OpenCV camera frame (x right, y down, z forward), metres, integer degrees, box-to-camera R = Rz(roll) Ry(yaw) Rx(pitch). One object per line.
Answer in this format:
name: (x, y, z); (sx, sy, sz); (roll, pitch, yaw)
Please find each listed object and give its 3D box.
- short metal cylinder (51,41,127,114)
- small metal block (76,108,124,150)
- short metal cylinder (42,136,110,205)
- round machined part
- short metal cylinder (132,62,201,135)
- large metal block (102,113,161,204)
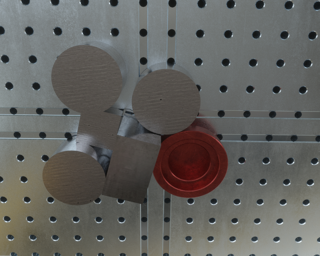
short metal cylinder: (-0.083, -0.062, 0.376); (0.081, 0.050, 0.079); (0, 110, 0)
small metal block: (-0.080, -0.003, 0.411); (0.050, 0.025, 0.050); (14, 110, -5)
short metal cylinder: (-0.110, 0.056, 0.419); (0.081, 0.050, 0.079); (0, 110, 0)
round machined part: (0.039, 0.042, 0.420); (0.099, 0.042, 0.097); (0, 110, 0)
short metal cylinder: (0.007, -0.038, 0.386); (0.081, 0.050, 0.079); (0, 110, 0)
large metal block: (-0.034, 0.036, 0.394); (0.050, 0.080, 0.079); (15, 109, -6)
